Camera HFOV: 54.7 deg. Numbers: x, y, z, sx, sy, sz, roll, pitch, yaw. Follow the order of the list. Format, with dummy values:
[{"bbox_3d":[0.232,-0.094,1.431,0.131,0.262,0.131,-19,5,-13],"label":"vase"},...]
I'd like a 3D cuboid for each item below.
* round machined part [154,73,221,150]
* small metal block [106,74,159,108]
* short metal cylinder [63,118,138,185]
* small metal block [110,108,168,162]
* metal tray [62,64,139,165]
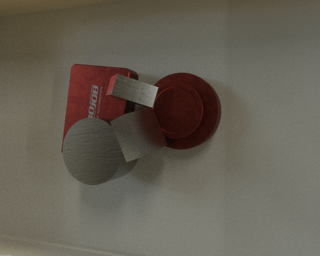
[{"bbox_3d":[0.025,-0.021,0.390,0.098,0.042,0.097,0,90,19],"label":"round machined part"},{"bbox_3d":[-0.036,-0.045,0.380,0.050,0.050,0.025,16,90,-18],"label":"small metal block"},{"bbox_3d":[-0.073,0.027,0.388,0.080,0.050,0.079,0,90,19],"label":"short metal cylinder"},{"bbox_3d":[-0.024,0.006,0.361,0.025,0.050,0.050,-23,89,37],"label":"small metal block"},{"bbox_3d":[-0.084,-0.020,0.432,0.090,0.030,0.129,8,93,19],"label":"metal tray"}]
